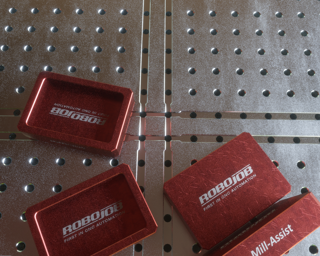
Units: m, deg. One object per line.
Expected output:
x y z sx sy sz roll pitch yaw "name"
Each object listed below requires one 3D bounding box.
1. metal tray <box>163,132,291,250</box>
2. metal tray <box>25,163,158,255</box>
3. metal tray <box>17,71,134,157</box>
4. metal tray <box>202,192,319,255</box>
0.081 0.075 0.383 0.131 0.030 0.090 -31 73 -11 "metal tray"
-0.079 0.110 0.367 0.131 0.030 0.090 -25 72 -9 "metal tray"
-0.109 -0.020 0.414 0.131 0.030 0.090 12 70 4 "metal tray"
0.105 0.122 0.334 0.131 0.090 0.030 -31 73 -11 "metal tray"
